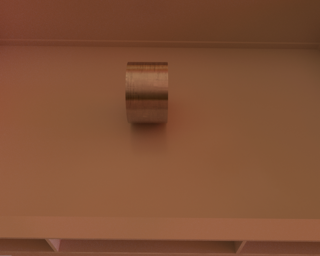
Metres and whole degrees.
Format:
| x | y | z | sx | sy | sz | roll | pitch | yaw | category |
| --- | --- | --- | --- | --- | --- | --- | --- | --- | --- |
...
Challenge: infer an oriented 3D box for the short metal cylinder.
| x | y | z | sx | sy | sz | roll | pitch | yaw | category |
| --- | --- | --- | --- | --- | --- | --- | --- | --- | --- |
| -0.016 | -0.046 | 0.405 | 0.050 | 0.080 | 0.080 | 0 | 50 | 0 | short metal cylinder |
